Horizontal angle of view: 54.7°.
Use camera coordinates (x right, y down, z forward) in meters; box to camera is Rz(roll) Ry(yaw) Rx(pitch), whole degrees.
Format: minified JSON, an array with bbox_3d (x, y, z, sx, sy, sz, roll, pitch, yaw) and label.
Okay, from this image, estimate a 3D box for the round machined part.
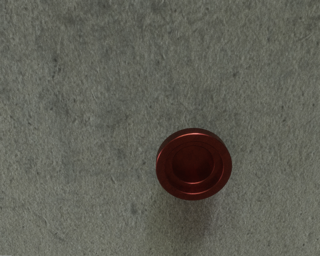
[{"bbox_3d":[0.044,0.045,0.418,0.099,0.042,0.097,0,110,-1],"label":"round machined part"}]
